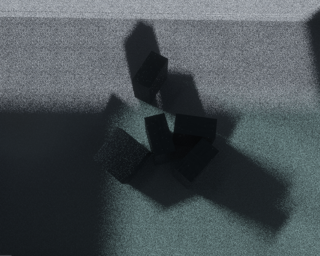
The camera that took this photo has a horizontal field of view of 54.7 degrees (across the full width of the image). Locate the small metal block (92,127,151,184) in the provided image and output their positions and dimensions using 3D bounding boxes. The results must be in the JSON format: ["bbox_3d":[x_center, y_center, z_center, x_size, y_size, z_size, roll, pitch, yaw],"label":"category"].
[{"bbox_3d":[-0.047,0.035,0.390,0.050,0.025,0.050,38,88,12],"label":"small metal block"}]

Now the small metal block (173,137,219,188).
[{"bbox_3d":[0.043,0.045,0.381,0.025,0.050,0.050,41,75,13],"label":"small metal block"}]

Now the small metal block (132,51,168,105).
[{"bbox_3d":[-0.012,-0.067,0.421,0.025,0.050,0.050,27,72,9],"label":"small metal block"}]

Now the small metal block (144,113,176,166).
[{"bbox_3d":[-0.001,0.015,0.391,0.025,0.050,0.050,-14,71,-6],"label":"small metal block"}]

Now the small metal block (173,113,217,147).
[{"bbox_3d":[0.042,0.006,0.395,0.050,0.050,0.025,8,70,2],"label":"small metal block"}]
